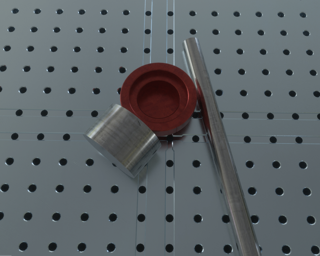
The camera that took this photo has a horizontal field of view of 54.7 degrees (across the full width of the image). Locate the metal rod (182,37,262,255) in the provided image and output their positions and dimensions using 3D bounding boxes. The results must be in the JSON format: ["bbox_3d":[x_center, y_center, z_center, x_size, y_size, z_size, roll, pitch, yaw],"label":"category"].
[{"bbox_3d":[0.075,0.012,0.407,0.025,0.025,0.299,-11,70,-4],"label":"metal rod"}]

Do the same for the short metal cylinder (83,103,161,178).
[{"bbox_3d":[-0.045,0.016,0.376,0.080,0.080,0.050,37,74,12],"label":"short metal cylinder"}]

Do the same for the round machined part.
[{"bbox_3d":[-0.002,-0.035,0.415,0.099,0.042,0.098,0,70,0],"label":"round machined part"}]
